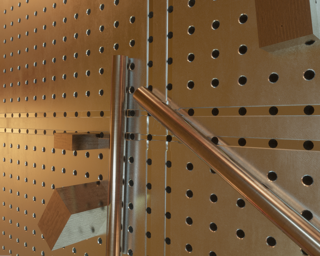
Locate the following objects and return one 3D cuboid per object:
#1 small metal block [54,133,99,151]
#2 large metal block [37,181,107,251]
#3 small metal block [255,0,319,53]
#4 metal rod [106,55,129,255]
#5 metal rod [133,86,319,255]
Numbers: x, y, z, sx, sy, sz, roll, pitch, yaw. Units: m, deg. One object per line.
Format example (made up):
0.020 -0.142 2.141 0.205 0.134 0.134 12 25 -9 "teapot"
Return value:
-0.137 0.021 0.506 0.050 0.050 0.025 3 92 40 "small metal block"
-0.129 0.133 0.481 0.050 0.081 0.080 46 118 30 "large metal block"
0.125 -0.107 0.306 0.050 0.025 0.050 -7 86 39 "small metal block"
-0.064 0.044 0.462 0.025 0.025 0.298 3 92 40 "metal rod"
0.068 0.038 0.353 0.300 0.025 0.025 42 115 32 "metal rod"
